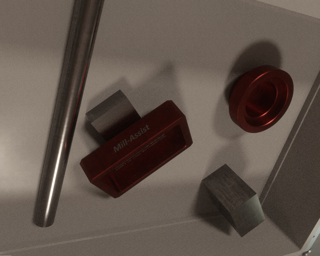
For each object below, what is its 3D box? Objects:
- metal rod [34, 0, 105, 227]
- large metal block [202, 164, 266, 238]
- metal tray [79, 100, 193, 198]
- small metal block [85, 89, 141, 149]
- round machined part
[{"bbox_3d":[-0.105,-0.011,0.345,0.025,0.025,0.298,5,116,-31],"label":"metal rod"},{"bbox_3d":[0.123,0.120,0.517,0.050,0.080,0.080,-34,129,-6],"label":"large metal block"},{"bbox_3d":[-0.023,0.030,0.391,0.130,0.030,0.090,-35,153,-5],"label":"metal tray"},{"bbox_3d":[-0.052,-0.010,0.375,0.050,0.025,0.050,-36,129,-4],"label":"small metal block"},{"bbox_3d":[0.140,-0.045,0.449,0.099,0.042,0.097,-14,125,-21],"label":"round machined part"}]
